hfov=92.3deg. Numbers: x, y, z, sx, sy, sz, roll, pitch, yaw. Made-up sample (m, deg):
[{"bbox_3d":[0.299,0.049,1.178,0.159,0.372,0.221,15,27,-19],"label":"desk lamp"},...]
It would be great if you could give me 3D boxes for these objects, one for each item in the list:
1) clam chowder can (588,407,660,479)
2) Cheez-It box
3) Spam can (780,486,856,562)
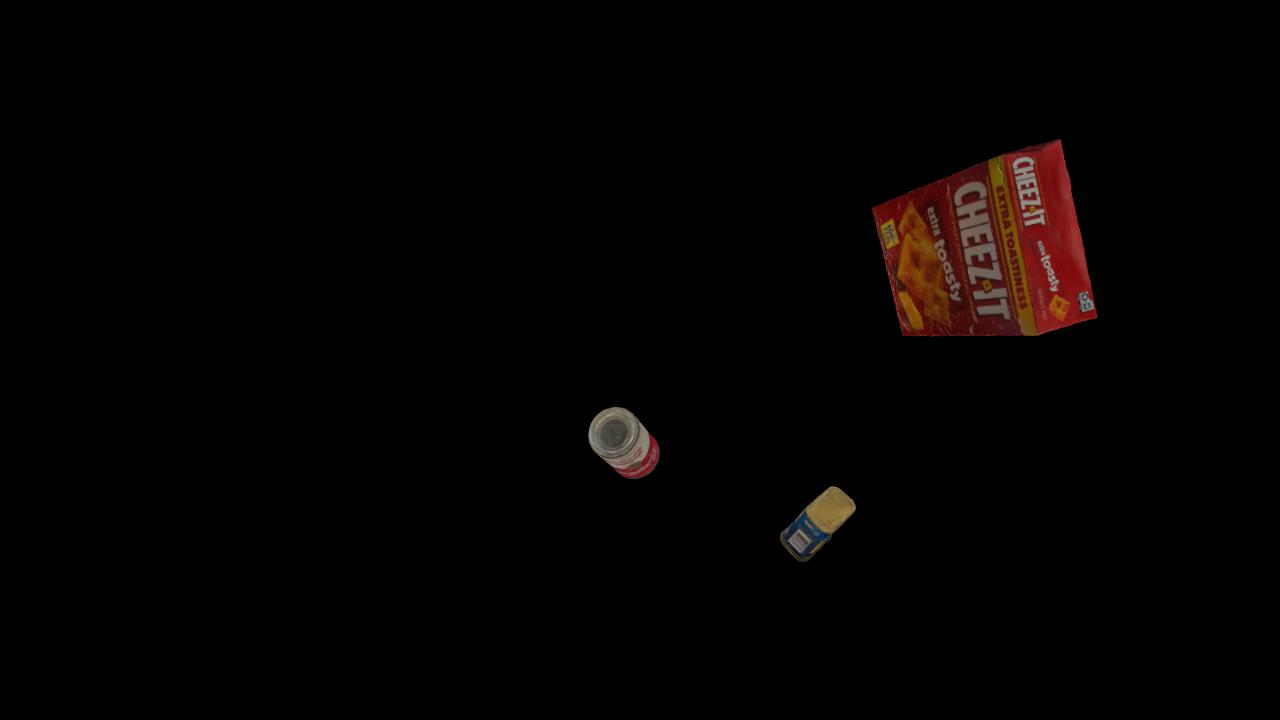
[{"bbox_3d":[-0.019,0.107,0.791,0.068,0.068,0.102,0,-25,18],"label":"clam chowder can"},{"bbox_3d":[0.345,-0.110,0.645,0.071,0.166,0.223,-16,4,-7],"label":"Cheez-It box"},{"bbox_3d":[0.281,0.256,0.966,0.101,0.085,0.058,-24,60,-40],"label":"Spam can"}]
